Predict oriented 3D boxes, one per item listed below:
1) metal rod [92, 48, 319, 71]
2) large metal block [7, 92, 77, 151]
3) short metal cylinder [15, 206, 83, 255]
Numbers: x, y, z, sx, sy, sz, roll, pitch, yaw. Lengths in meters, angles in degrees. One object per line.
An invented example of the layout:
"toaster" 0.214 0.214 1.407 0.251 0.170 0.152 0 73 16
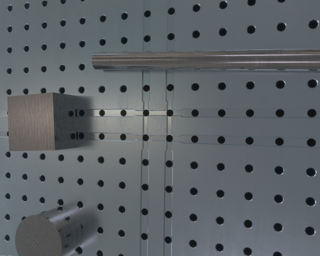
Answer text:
"metal rod" 0.051 -0.086 0.394 0.301 0.025 0.025 4 92 19
"large metal block" -0.175 -0.008 0.461 0.080 0.050 0.080 -3 89 20
"short metal cylinder" -0.163 0.162 0.456 0.080 0.050 0.079 0 90 20
